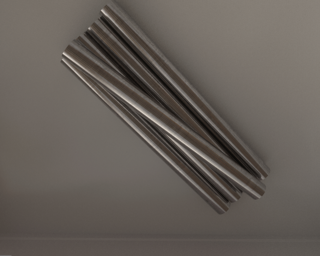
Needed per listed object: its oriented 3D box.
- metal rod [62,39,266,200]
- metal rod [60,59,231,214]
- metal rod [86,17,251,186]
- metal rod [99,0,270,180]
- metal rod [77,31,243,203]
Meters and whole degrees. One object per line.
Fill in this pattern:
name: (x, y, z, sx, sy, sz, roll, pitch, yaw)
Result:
metal rod: (0.015, -0.002, 0.382, 0.301, 0.025, 0.025, 37, 106, -13)
metal rod: (-0.009, 0.014, 0.415, 0.025, 0.025, 0.300, -41, 105, 14)
metal rod: (0.025, -0.020, 0.403, 0.025, 0.025, 0.300, -41, 105, 14)
metal rod: (0.041, -0.038, 0.396, 0.025, 0.025, 0.300, -41, 105, 14)
metal rod: (0.006, -0.005, 0.408, 0.025, 0.025, 0.300, -41, 105, 14)
